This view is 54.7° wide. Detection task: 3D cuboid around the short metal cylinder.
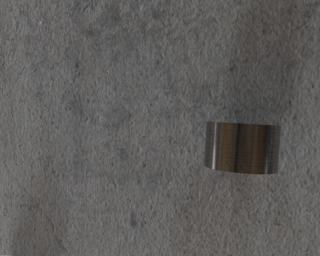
[{"bbox_3d":[0.091,0.020,0.347,0.080,0.080,0.050,4,92,19],"label":"short metal cylinder"}]
